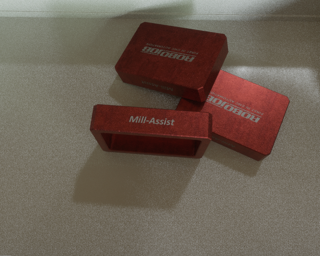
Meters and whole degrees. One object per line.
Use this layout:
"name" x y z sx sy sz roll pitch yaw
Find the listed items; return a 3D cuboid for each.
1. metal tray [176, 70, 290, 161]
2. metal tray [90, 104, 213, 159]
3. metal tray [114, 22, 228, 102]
"metal tray" 0.095 -0.023 0.417 0.130 0.030 0.090 24 72 8
"metal tray" -0.009 0.007 0.372 0.131 0.090 0.030 4 70 1
"metal tray" 0.015 -0.093 0.420 0.130 0.030 0.090 17 69 24
